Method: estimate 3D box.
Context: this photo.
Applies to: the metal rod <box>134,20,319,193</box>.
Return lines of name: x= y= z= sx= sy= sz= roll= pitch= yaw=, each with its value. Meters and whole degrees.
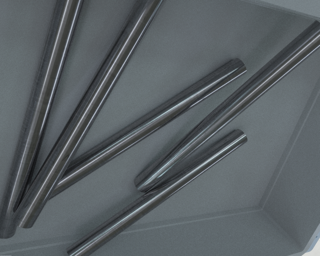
metal rod: x=0.072 y=-0.010 z=0.384 sx=0.025 sy=0.025 sz=0.299 roll=26 pitch=122 yaw=-37

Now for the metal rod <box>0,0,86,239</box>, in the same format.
metal rod: x=-0.135 y=-0.001 z=0.333 sx=0.025 sy=0.025 sz=0.298 roll=11 pitch=113 yaw=-33

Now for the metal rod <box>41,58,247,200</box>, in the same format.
metal rod: x=-0.018 y=-0.002 z=0.397 sx=0.301 sy=0.025 sz=0.025 roll=-33 pitch=129 yaw=-7

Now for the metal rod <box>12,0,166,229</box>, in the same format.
metal rod: x=-0.080 y=-0.018 z=0.338 sx=0.025 sy=0.025 sz=0.299 roll=26 pitch=100 yaw=-37

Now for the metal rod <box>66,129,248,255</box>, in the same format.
metal rod: x=0.006 y=0.091 z=0.447 sx=0.302 sy=0.025 sz=0.025 roll=-33 pitch=129 yaw=-15
